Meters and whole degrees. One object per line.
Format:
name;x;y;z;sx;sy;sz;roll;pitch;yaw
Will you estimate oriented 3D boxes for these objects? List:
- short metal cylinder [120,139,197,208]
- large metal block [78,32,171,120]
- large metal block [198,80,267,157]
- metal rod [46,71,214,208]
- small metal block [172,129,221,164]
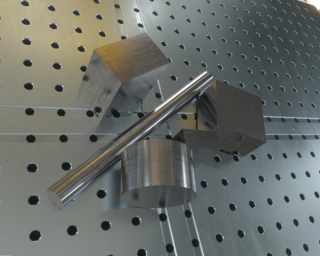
short metal cylinder;-0.002;0.052;0.340;0.081;0.080;0.050;11;57;-23
large metal block;-0.046;-0.065;0.390;0.081;0.080;0.050;-32;80;-38
large metal block;0.103;-0.013;0.455;0.081;0.050;0.080;18;55;-18
metal rod;-0.015;-0.005;0.404;0.025;0.025;0.302;47;51;4
small metal block;0.041;0.025;0.401;0.050;0.050;0.025;5;60;-26
